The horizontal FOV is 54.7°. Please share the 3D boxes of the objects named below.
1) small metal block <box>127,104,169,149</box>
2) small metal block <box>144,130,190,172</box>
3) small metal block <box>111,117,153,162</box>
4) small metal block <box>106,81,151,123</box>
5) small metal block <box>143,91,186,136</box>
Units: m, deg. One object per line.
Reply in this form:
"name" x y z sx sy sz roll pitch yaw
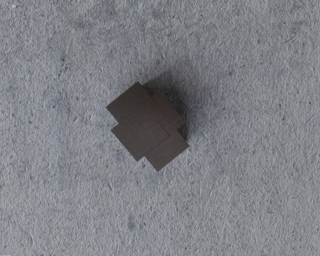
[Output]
"small metal block" -0.014 -0.002 0.398 0.025 0.050 0.050 -40 91 0
"small metal block" 0.009 0.028 0.398 0.050 0.050 0.025 -39 90 0
"small metal block" -0.034 0.014 0.398 0.025 0.050 0.050 -40 91 0
"small metal block" -0.038 -0.031 0.398 0.050 0.050 0.025 -39 90 0
"small metal block" 0.005 -0.018 0.398 0.025 0.050 0.050 -41 91 0
